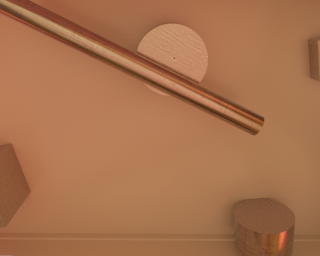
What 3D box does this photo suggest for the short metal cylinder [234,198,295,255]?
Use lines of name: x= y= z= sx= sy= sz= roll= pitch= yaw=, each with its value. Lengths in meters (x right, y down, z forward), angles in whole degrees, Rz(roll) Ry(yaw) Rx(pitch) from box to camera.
short metal cylinder: x=0.146 y=0.143 z=0.437 sx=0.080 sy=0.080 sz=0.050 roll=-5 pitch=110 yaw=1

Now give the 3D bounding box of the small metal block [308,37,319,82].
small metal block: x=0.215 y=-0.089 z=0.382 sx=0.050 sy=0.025 sz=0.050 roll=-12 pitch=110 yaw=4

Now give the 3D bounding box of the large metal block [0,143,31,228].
large metal block: x=-0.223 y=0.076 z=0.407 sx=0.050 sy=0.080 sz=0.079 roll=-11 pitch=110 yaw=3

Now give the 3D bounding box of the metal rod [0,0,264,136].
metal rod: x=-0.022 y=-0.065 z=0.333 sx=0.301 sy=0.025 sz=0.025 roll=25 pitch=108 yaw=-9

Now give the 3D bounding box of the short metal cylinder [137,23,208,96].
short metal cylinder: x=0.013 y=-0.083 z=0.368 sx=0.081 sy=0.050 sz=0.079 roll=0 pitch=110 yaw=-1
